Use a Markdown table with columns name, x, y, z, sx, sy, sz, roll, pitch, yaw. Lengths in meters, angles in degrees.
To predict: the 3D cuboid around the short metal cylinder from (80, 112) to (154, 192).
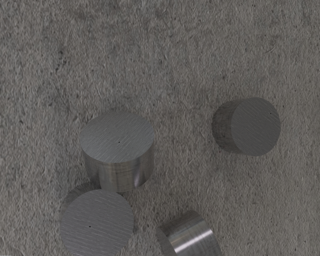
| name | x | y | z | sx | sy | sz | roll | pitch | yaw |
| --- | --- | --- | --- | --- | --- | --- | --- | --- | --- |
| short metal cylinder | -0.047 | 0.026 | 0.355 | 0.081 | 0.080 | 0.050 | -17 | 136 | -19 |

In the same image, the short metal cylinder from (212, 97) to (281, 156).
| name | x | y | z | sx | sy | sz | roll | pitch | yaw |
| --- | --- | --- | --- | --- | --- | --- | --- | --- | --- |
| short metal cylinder | 0.122 | -0.002 | 0.440 | 0.081 | 0.050 | 0.080 | 0 | 90 | -20 |

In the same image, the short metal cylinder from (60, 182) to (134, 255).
| name | x | y | z | sx | sy | sz | roll | pitch | yaw |
| --- | --- | --- | --- | --- | --- | --- | --- | --- | --- |
| short metal cylinder | -0.077 | 0.108 | 0.368 | 0.081 | 0.050 | 0.080 | 0 | 90 | -20 |

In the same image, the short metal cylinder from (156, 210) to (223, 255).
| name | x | y | z | sx | sy | sz | roll | pitch | yaw |
| --- | --- | --- | --- | --- | --- | --- | --- | --- | --- |
| short metal cylinder | 0.036 | 0.152 | 0.393 | 0.050 | 0.080 | 0.080 | -22 | 98 | -19 |
